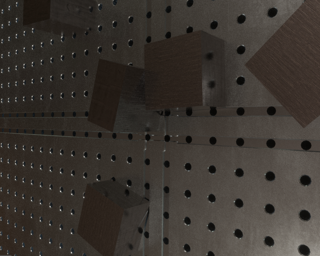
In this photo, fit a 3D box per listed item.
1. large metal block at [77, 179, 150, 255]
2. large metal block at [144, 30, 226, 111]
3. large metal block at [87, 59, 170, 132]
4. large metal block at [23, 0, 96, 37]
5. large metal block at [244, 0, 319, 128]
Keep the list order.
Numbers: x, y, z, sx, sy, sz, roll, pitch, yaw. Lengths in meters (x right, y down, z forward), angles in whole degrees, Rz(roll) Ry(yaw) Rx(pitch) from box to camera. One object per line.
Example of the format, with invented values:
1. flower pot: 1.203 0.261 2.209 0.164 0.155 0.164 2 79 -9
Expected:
1. large metal block: -0.069 0.130 0.447 0.080 0.050 0.079 22 104 37
2. large metal block: 0.029 -0.062 0.368 0.080 0.050 0.079 -2 89 39
3. large metal block: -0.040 -0.040 0.404 0.050 0.081 0.079 22 104 37
4. large metal block: -0.164 -0.187 0.506 0.080 0.081 0.050 6 94 39
5. large metal block: 0.140 -0.056 0.277 0.080 0.050 0.080 -49 62 29
